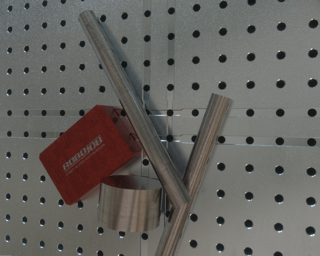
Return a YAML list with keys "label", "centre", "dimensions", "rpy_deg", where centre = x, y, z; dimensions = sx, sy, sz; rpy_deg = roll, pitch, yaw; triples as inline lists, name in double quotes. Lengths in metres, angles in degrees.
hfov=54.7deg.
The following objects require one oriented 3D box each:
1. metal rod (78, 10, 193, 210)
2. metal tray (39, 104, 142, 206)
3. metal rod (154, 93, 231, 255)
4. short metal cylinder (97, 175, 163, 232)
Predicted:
- label: "metal rod"
  centre: [-0.040, -0.035, 0.412]
  dimensions: [0.025, 0.025, 0.299]
  rpy_deg: [-33, 74, 17]
- label: "metal tray"
  centre: [-0.102, 0.039, 0.446]
  dimensions: [0.130, 0.030, 0.090]
  rpy_deg: [-38, 78, 16]
- label: "metal rod"
  centre: [0.029, 0.101, 0.402]
  dimensions: [0.025, 0.025, 0.298]
  rpy_deg: [21, 97, 18]
- label: "short metal cylinder"
  centre: [-0.038, 0.094, 0.397]
  dimensions: [0.080, 0.080, 0.050]
  rpy_deg: [6, 92, 20]
